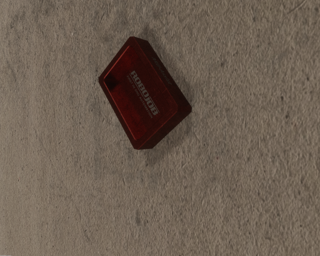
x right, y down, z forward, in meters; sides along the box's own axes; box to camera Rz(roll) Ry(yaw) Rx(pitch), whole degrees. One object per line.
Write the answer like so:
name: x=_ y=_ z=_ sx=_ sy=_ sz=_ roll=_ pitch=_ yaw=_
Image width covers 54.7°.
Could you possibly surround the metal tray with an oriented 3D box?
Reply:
metal tray: x=-0.026 y=-0.047 z=0.420 sx=0.090 sy=0.030 sz=0.130 roll=-44 pitch=64 yaw=30
